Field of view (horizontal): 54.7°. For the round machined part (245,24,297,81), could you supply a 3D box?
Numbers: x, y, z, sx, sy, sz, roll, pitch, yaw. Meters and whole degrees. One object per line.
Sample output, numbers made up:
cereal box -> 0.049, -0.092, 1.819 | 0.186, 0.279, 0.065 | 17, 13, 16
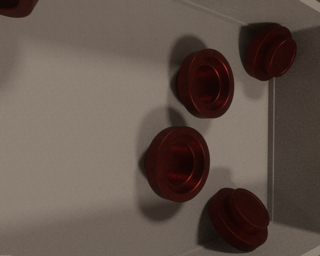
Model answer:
round machined part -> 0.199, -0.127, 0.540 | 0.099, 0.042, 0.097 | -21, 130, -28

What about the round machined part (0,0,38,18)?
round machined part -> -0.139, -0.137, 0.243 | 0.098, 0.098, 0.042 | 33, 69, -36

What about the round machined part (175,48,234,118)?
round machined part -> 0.061, -0.062, 0.449 | 0.099, 0.042, 0.097 | 0, 90, -40

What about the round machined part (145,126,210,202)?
round machined part -> 0.019, 0.047, 0.414 | 0.099, 0.042, 0.097 | 0, 90, -40

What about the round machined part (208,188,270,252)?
round machined part -> 0.125, 0.131, 0.468 | 0.099, 0.042, 0.098 | 25, 34, -18
